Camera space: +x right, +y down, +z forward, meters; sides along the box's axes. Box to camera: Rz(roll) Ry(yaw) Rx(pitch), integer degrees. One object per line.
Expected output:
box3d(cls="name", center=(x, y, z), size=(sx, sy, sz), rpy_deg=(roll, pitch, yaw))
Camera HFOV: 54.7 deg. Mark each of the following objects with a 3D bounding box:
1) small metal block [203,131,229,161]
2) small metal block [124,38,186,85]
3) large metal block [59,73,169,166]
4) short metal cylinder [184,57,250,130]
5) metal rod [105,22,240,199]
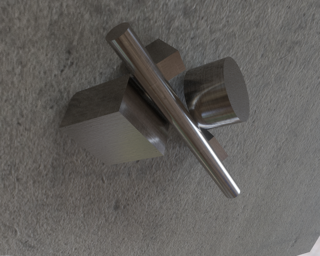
box3d(cls="small metal block", center=(0.064, 0.021, 0.438), size=(0.025, 0.050, 0.050), rpy_deg=(-42, 130, 0))
box3d(cls="small metal block", center=(-0.008, -0.071, 0.346), size=(0.050, 0.050, 0.025), rpy_deg=(-34, 129, -7))
box3d(cls="large metal block", center=(-0.047, -0.005, 0.342), size=(0.080, 0.050, 0.080), rpy_deg=(-13, 138, 30))
box3d(cls="short metal cylinder", center=(0.071, -0.041, 0.380), size=(0.050, 0.080, 0.080), rpy_deg=(-14, 139, 32))
box3d(cls="metal rod", center=(0.035, 0.005, 0.367), size=(0.025, 0.025, 0.300), rpy_deg=(-40, 130, -1))
